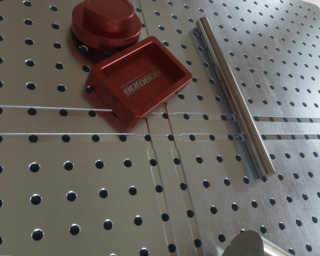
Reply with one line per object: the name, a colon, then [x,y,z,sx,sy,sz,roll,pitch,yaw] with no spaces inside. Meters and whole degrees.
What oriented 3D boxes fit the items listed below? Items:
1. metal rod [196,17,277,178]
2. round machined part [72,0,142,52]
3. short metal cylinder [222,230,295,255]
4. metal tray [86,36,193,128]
metal rod: [0.118,-0.063,0.509,0.025,0.025,0.299,-3,63,-30]
round machined part: [-0.073,-0.156,0.440,0.099,0.042,0.098,10,49,-11]
short metal cylinder: [0.104,0.159,0.332,0.050,0.080,0.080,33,52,-7]
metal tray: [-0.024,-0.069,0.433,0.090,0.030,0.131,47,51,4]
